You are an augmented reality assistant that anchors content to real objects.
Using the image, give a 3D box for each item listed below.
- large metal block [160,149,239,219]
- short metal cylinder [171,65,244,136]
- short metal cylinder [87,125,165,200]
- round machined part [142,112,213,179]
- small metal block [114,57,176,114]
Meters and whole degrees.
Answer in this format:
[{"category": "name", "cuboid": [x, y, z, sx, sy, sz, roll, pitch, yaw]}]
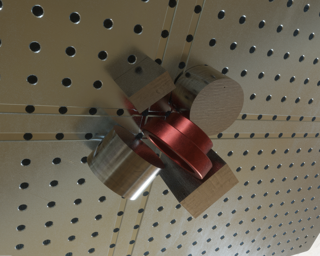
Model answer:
[{"category": "large metal block", "cuboid": [0.051, 0.067, 0.448, 0.080, 0.080, 0.050, -40, 130, -2]}, {"category": "short metal cylinder", "cuboid": [0.062, -0.036, 0.408, 0.081, 0.050, 0.079, -14, 125, -21]}, {"category": "short metal cylinder", "cuboid": [-0.041, 0.041, 0.379, 0.050, 0.080, 0.080, -50, 129, 6]}, {"category": "round machined part", "cuboid": [0.027, 0.017, 0.392, 0.042, 0.098, 0.098, -50, 130, -9]}, {"category": "small metal block", "cuboid": [-0.018, -0.050, 0.355, 0.050, 0.050, 0.025, -36, 130, -5]}]
